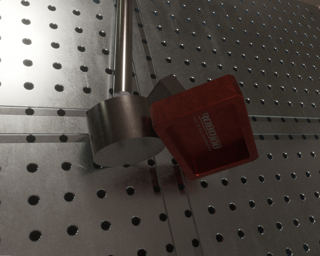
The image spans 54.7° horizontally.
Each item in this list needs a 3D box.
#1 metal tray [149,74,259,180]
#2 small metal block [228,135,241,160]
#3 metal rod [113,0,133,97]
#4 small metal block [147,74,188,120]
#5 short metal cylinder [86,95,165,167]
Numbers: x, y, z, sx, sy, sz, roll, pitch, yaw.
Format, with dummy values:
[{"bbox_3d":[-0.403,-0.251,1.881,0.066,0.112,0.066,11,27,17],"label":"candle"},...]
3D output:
[{"bbox_3d":[0.055,0.007,0.347,0.130,0.090,0.030,56,17,-49],"label":"metal tray"},{"bbox_3d":[0.100,0.023,0.434,0.025,0.050,0.050,17,55,-19],"label":"small metal block"},{"bbox_3d":[-0.055,-0.170,0.483,0.025,0.025,0.299,11,57,-23],"label":"metal rod"},{"bbox_3d":[0.013,-0.037,0.423,0.025,0.050,0.050,-33,81,-38],"label":"small metal block"},{"bbox_3d":[-0.039,0.006,0.350,0.081,0.080,0.050,-1,63,-29],"label":"short metal cylinder"}]
